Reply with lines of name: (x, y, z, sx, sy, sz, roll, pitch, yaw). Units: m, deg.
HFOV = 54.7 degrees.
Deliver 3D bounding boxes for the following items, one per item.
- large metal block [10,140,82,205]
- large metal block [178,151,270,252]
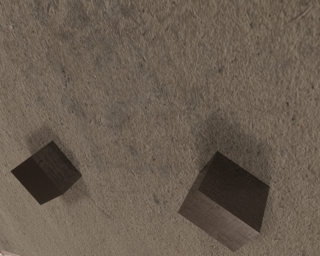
large metal block: (-0.199, 0.080, 0.542, 0.080, 0.050, 0.080, -29, 103, 37)
large metal block: (0.081, 0.088, 0.382, 0.080, 0.080, 0.050, 35, 129, 5)
